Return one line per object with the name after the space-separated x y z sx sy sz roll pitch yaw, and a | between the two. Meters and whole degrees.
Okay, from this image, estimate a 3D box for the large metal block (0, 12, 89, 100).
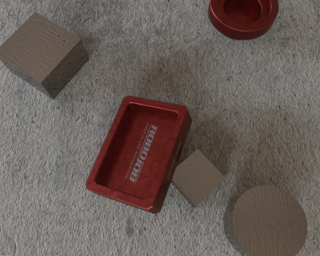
-0.160 -0.100 0.430 0.080 0.050 0.080 32 73 11 | large metal block

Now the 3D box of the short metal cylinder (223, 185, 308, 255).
0.118 0.110 0.356 0.081 0.050 0.080 0 70 0 | short metal cylinder

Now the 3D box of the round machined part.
0.121 -0.172 0.463 0.099 0.042 0.098 0 70 0 | round machined part

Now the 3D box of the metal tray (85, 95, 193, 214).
-0.024 0.028 0.381 0.090 0.030 0.130 13 69 23 | metal tray

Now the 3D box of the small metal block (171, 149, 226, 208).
0.045 0.063 0.386 0.050 0.025 0.050 -39 75 -13 | small metal block
